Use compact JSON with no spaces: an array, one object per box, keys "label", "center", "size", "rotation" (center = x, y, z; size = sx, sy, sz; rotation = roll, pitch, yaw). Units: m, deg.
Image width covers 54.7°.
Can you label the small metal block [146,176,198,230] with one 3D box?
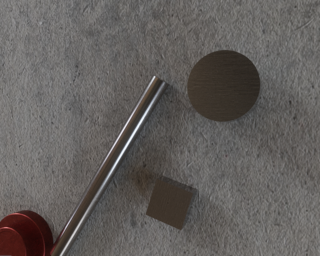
[{"label":"small metal block","center":[0.015,0.096,0.403],"size":[0.050,0.025,0.050],"rotation":[19,96,18]}]

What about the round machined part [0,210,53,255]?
[{"label":"round machined part","center":[-0.218,0.180,0.475],"size":[0.098,0.042,0.097],"rotation":[0,90,19]}]

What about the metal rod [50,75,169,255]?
[{"label":"metal rod","center":[-0.075,0.062,0.434],"size":[0.025,0.025,0.299],"rotation":[34,101,16]}]

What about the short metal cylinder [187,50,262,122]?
[{"label":"short metal cylinder","center":[0.078,-0.047,0.368],"size":[0.080,0.050,0.079],"rotation":[0,90,19]}]
